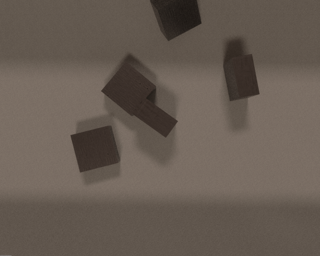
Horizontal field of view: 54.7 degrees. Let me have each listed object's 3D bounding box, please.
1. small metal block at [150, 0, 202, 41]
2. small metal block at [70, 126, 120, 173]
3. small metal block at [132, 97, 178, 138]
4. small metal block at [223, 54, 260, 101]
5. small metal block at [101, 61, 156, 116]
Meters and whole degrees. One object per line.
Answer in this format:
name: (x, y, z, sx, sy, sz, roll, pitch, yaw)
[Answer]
small metal block: (0.021, -0.148, 0.397, 0.050, 0.050, 0.025, -28, 55, 0)
small metal block: (-0.085, 0.027, 0.410, 0.050, 0.025, 0.050, -14, 90, -1)
small metal block: (-0.006, -0.013, 0.399, 0.050, 0.050, 0.025, 36, 90, -1)
small metal block: (0.104, -0.063, 0.400, 0.025, 0.050, 0.050, -11, 90, 0)
small metal block: (-0.041, -0.051, 0.411, 0.050, 0.025, 0.050, 40, 90, 0)
